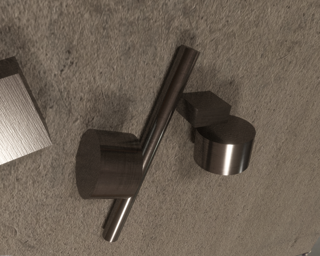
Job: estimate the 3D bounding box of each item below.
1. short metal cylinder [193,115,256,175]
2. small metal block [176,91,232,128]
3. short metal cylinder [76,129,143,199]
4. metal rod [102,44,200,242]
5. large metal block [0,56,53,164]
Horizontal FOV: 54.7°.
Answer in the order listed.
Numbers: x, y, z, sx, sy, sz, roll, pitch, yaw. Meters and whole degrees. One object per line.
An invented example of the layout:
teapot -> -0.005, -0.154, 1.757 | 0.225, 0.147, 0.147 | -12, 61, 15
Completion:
short metal cylinder -> 0.089, 0.021, 0.435 | 0.081, 0.080, 0.050 | -13, 124, -22
small metal block -> 0.056, -0.026, 0.407 | 0.050, 0.050, 0.025 | -8, 122, -25
short metal cylinder -> -0.062, 0.043, 0.365 | 0.050, 0.080, 0.079 | 8, 115, -32
metal rod -> -0.019, 0.034, 0.418 | 0.025, 0.025, 0.298 | 10, 113, -33
large metal block -> -0.161, -0.012, 0.296 | 0.081, 0.050, 0.080 | -23, 127, -15
